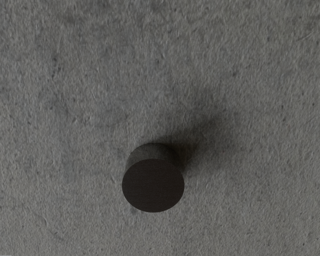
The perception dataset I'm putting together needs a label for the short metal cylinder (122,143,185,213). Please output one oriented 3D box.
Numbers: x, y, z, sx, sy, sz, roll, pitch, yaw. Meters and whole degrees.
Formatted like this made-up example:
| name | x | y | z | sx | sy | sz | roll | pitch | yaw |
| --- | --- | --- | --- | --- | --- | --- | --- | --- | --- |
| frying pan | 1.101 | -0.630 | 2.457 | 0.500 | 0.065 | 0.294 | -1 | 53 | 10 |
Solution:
| name | x | y | z | sx | sy | sz | roll | pitch | yaw |
| --- | --- | --- | --- | --- | --- | --- | --- | --- | --- |
| short metal cylinder | -0.009 | 0.067 | 0.421 | 0.081 | 0.050 | 0.079 | 0 | 110 | -1 |
